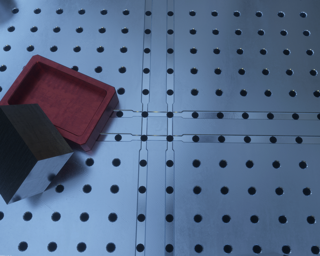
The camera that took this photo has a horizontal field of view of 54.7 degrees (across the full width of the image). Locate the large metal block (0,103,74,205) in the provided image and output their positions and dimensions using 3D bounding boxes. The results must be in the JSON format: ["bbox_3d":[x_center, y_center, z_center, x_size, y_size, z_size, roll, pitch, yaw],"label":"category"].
[{"bbox_3d":[-0.162,0.028,0.366,0.080,0.050,0.080,49,116,15],"label":"large metal block"}]

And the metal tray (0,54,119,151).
[{"bbox_3d":[-0.134,-0.035,0.420,0.130,0.030,0.090,24,72,8],"label":"metal tray"}]
